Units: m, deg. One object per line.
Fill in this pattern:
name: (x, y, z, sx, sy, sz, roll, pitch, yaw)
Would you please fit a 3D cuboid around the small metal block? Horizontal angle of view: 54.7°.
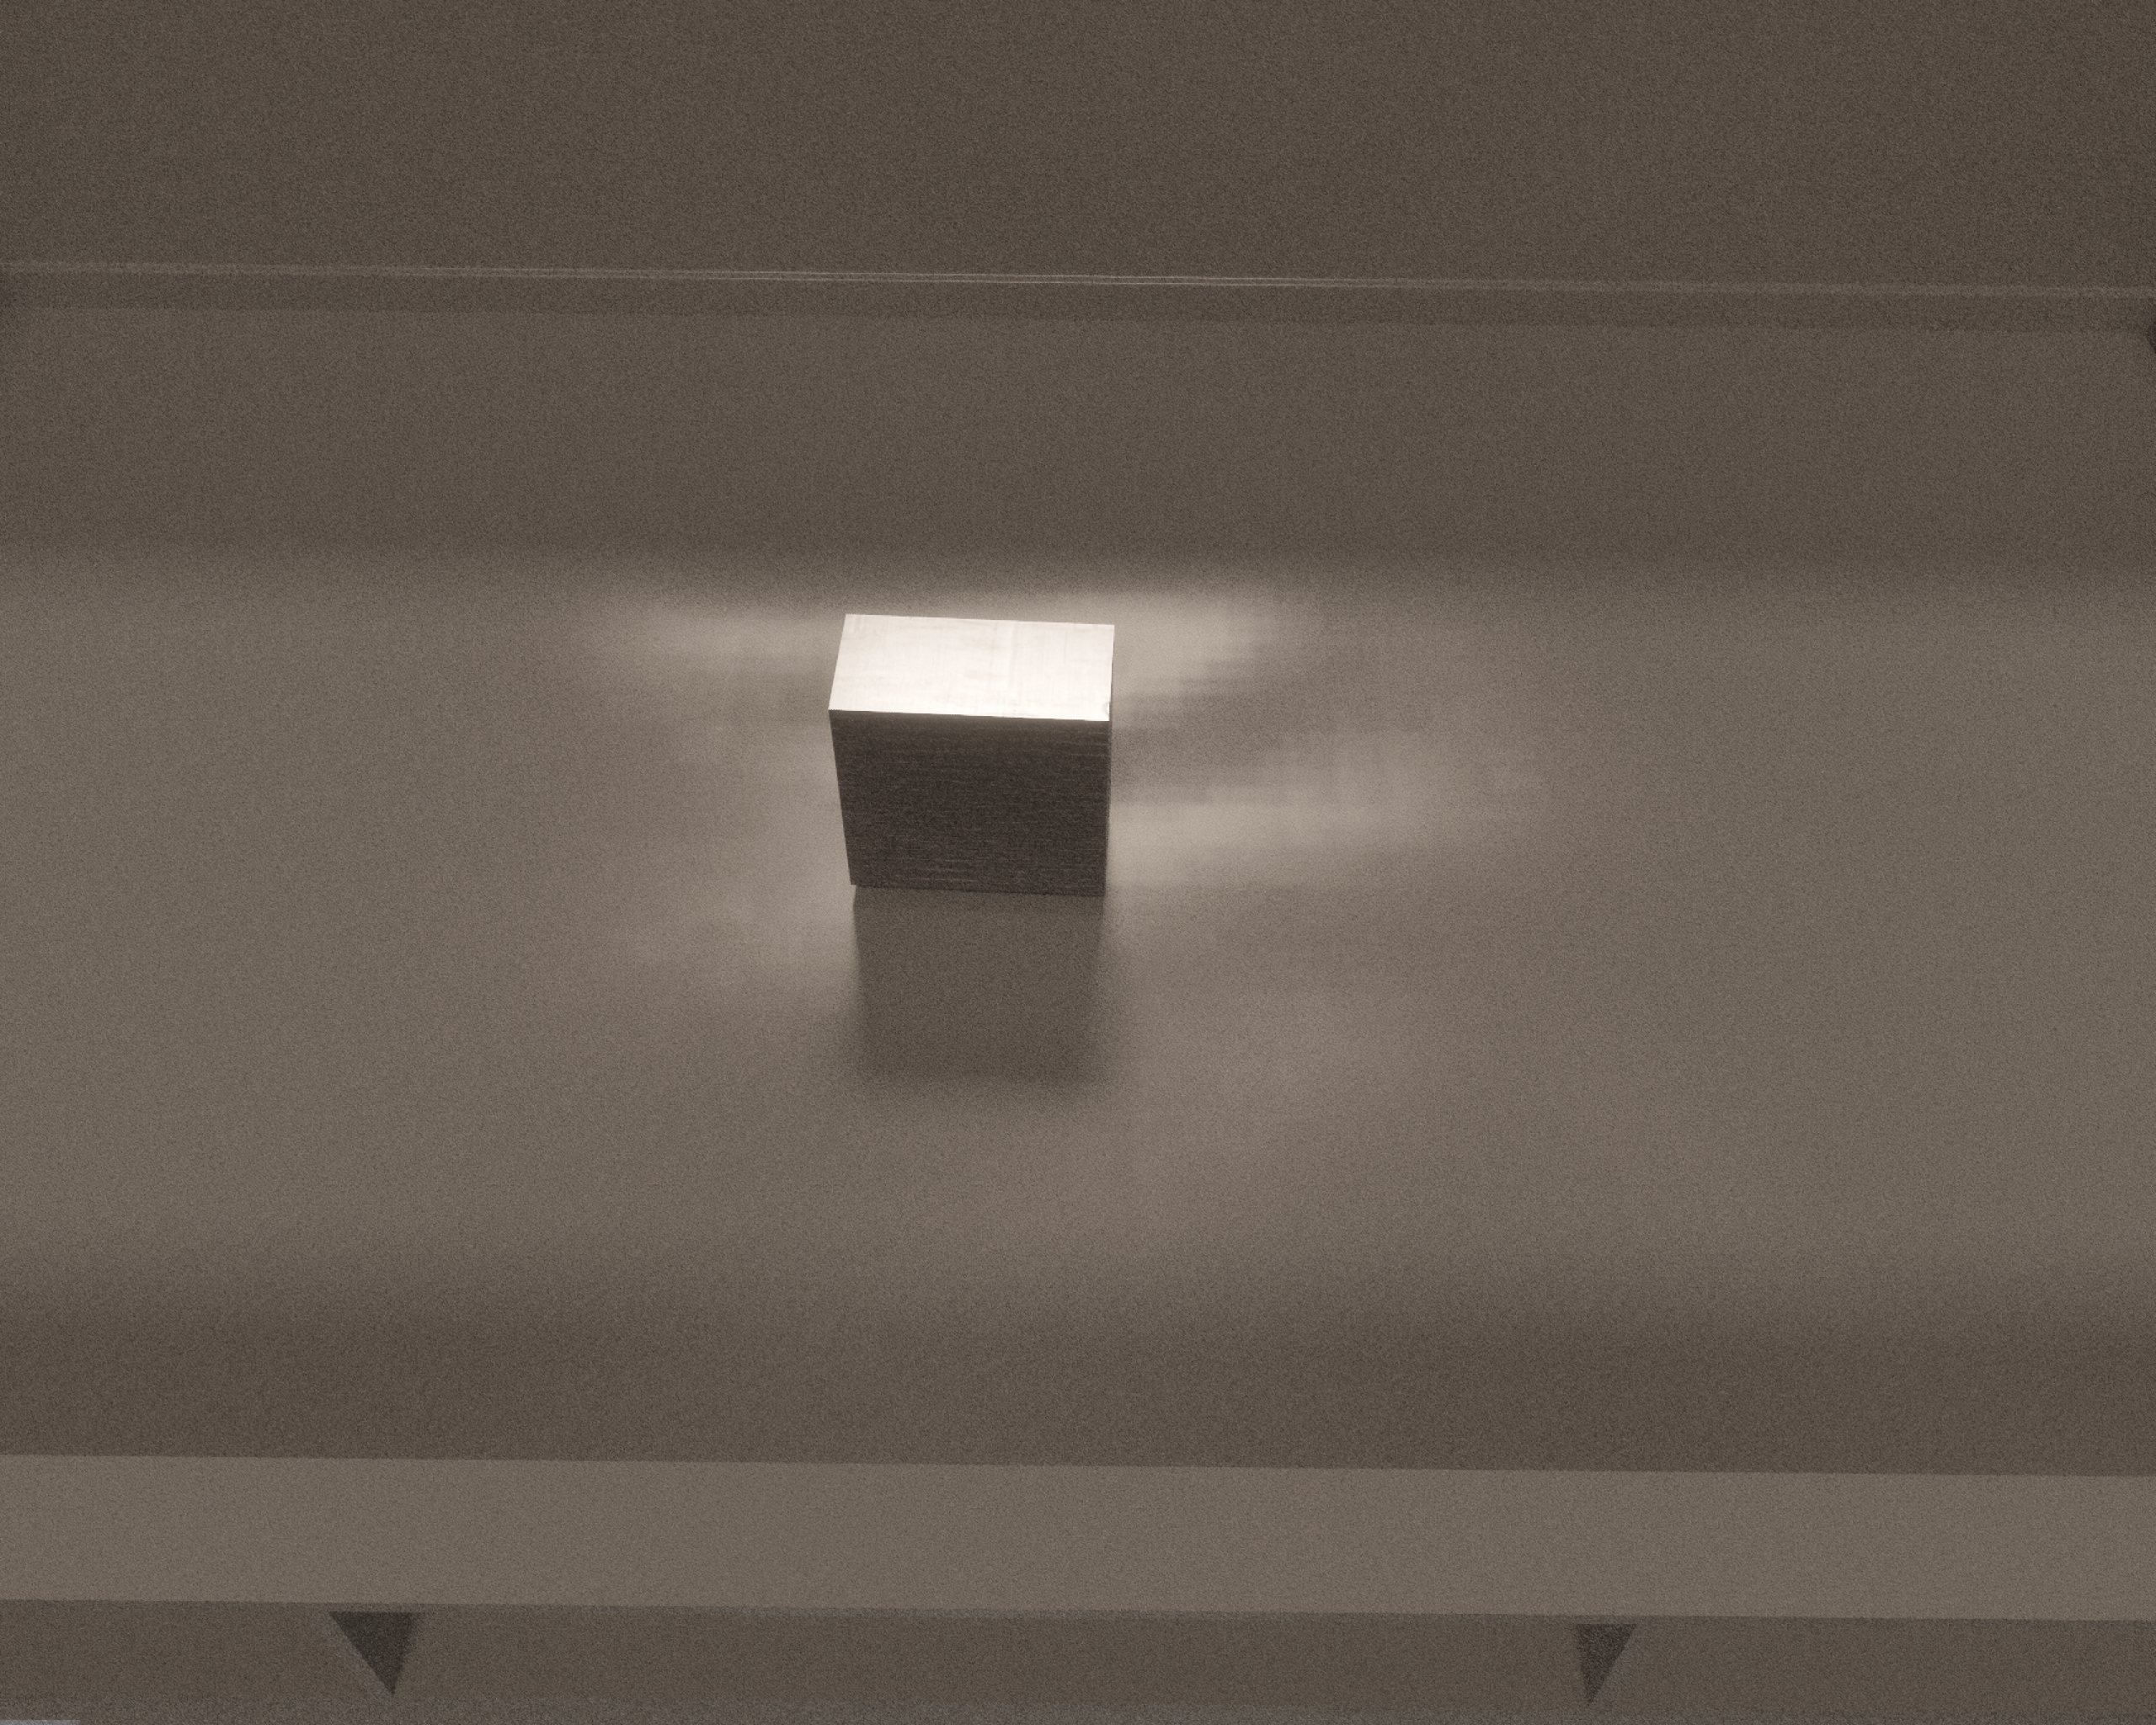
small metal block: (-0.019, -0.020, 0.401, 0.050, 0.050, 0.025, 2, 50, 2)
